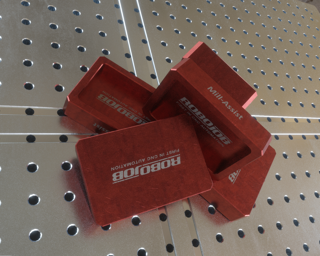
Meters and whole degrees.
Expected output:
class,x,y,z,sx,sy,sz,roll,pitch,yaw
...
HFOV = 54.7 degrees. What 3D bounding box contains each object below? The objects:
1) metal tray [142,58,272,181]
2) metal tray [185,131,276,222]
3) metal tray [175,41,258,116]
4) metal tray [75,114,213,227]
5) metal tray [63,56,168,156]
class,x,y,z,sx,sy,sz,roll,pitch,yaw
metal tray,0.049,-0.006,0.359,0.130,0.090,0.030,44,51,1
metal tray,0.101,0.050,0.429,0.090,0.030,0.131,42,51,0
metal tray,0.061,-0.049,0.406,0.090,0.130,0.030,43,79,1
metal tray,-0.017,0.043,0.340,0.131,0.030,0.090,-14,79,-19
metal tray,-0.043,-0.025,0.398,0.130,0.030,0.090,31,51,-8
